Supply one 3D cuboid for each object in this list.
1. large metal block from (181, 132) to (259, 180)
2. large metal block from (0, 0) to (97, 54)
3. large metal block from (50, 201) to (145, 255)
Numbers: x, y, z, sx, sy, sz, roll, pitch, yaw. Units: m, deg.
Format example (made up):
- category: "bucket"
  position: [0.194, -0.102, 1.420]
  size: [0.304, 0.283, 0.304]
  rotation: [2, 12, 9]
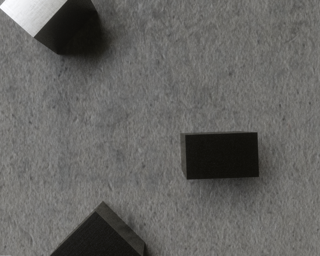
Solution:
- category: "large metal block"
  position: [0.069, 0.031, 0.383]
  size: [0.081, 0.080, 0.050]
  rotation: [-2, 90, -1]
- category: "large metal block"
  position: [-0.131, -0.146, 0.381]
  size: [0.050, 0.080, 0.080]
  rotation: [42, 90, -1]
- category: "large metal block"
  position: [-0.078, 0.156, 0.397]
  size: [0.080, 0.050, 0.080]
  rotation: [45, 90, -1]
